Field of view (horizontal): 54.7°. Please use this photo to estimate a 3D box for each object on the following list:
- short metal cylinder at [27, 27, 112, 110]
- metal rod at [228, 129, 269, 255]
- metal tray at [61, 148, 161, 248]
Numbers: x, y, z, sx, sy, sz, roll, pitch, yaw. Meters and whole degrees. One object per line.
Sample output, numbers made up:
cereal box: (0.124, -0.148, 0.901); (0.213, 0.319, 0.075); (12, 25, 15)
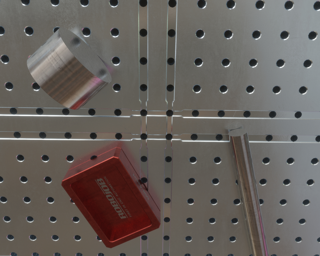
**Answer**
short metal cylinder: (-0.102, -0.068, 0.358); (0.050, 0.080, 0.080); (-39, 106, 13)
metal rod: (0.142, 0.141, 0.466); (0.025, 0.025, 0.298); (-14, 110, 5)
metal tray: (-0.067, 0.103, 0.447); (0.090, 0.030, 0.130); (-26, 108, 9)
